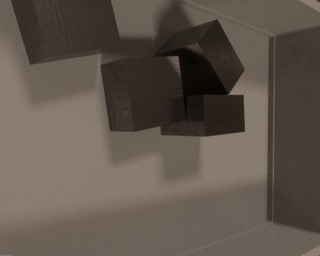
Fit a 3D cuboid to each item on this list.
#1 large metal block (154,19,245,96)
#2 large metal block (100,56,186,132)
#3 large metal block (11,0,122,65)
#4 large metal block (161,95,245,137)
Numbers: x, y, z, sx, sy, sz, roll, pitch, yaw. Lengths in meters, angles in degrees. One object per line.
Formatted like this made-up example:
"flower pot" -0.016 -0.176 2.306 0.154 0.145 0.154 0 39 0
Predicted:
"large metal block" 0.053 -0.089 0.417 0.080 0.080 0.050 52 60 -28
"large metal block" -0.019 -0.042 0.376 0.081 0.050 0.079 -13 99 -40
"large metal block" -0.095 -0.113 0.312 0.081 0.050 0.079 -21 104 -38
"large metal block" 0.057 -0.017 0.421 0.081 0.080 0.050 -5 93 -40
